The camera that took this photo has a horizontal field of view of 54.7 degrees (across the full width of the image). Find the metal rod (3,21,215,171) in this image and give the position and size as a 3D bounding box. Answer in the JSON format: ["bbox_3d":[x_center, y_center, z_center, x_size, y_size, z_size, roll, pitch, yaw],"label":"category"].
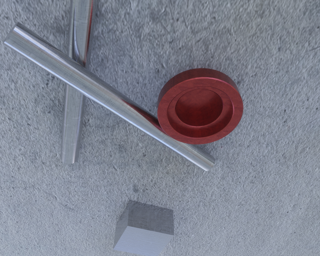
[{"bbox_3d":[-0.034,-0.018,0.368,0.025,0.025,0.301,-37,129,26],"label":"metal rod"}]

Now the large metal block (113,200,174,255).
[{"bbox_3d":[-0.029,0.178,0.542,0.081,0.050,0.079,17,128,-14],"label":"large metal block"}]

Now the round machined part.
[{"bbox_3d":[0.046,-0.029,0.372,0.099,0.042,0.097,-1,130,0],"label":"round machined part"}]

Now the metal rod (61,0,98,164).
[{"bbox_3d":[-0.092,-0.068,0.347,0.025,0.025,0.298,11,129,-10],"label":"metal rod"}]
